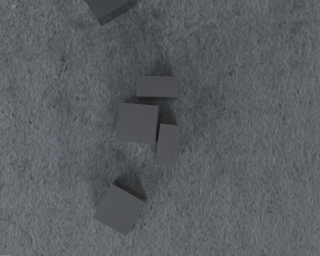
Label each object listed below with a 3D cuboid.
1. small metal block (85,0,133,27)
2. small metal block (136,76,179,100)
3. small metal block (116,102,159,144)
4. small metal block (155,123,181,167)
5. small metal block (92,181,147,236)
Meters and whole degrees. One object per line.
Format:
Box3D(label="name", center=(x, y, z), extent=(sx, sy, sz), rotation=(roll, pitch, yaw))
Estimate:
Box3D(label="small metal block", center=(-0.072, -0.172, 0.409), extent=(0.050, 0.025, 0.050), rotation=(-32, 90, -1))
Box3D(label="small metal block", center=(-0.003, -0.050, 0.397), extent=(0.050, 0.050, 0.025), rotation=(1, 90, -1))
Box3D(label="small metal block", center=(-0.029, -0.006, 0.410), extent=(0.050, 0.025, 0.050), rotation=(5, 90, -1))
Box3D(label="small metal block", center=(0.010, 0.021, 0.398), extent=(0.025, 0.050, 0.050), rotation=(7, 90, 0))
Box3D(label="small metal block", center=(-0.052, 0.105, 0.409), extent=(0.050, 0.025, 0.050), rotation=(30, 90, -1))
